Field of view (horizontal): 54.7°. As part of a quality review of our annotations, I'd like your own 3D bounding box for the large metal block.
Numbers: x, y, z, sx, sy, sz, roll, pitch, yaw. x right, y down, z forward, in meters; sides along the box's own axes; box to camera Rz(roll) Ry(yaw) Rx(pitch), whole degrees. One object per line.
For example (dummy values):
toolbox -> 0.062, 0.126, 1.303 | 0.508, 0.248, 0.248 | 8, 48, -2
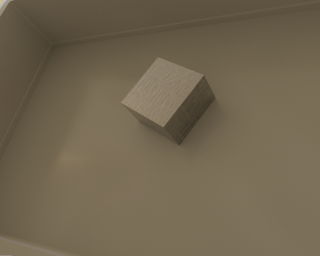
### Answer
large metal block -> 0.011, -0.036, 0.405 | 0.080, 0.050, 0.080 | 30, 78, 37
